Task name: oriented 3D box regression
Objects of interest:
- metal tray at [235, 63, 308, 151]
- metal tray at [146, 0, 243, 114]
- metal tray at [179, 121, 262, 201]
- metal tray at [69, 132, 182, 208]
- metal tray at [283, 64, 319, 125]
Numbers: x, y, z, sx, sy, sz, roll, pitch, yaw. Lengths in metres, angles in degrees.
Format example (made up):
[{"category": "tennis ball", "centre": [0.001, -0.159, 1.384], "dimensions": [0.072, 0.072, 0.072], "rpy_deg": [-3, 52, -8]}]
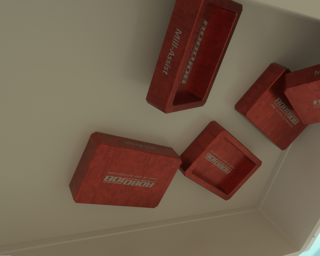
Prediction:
[{"category": "metal tray", "centre": [0.188, -0.029, 0.489], "dimensions": [0.130, 0.030, 0.090], "rpy_deg": [34, 99, -37]}, {"category": "metal tray", "centre": [0.040, -0.084, 0.352], "dimensions": [0.091, 0.030, 0.129], "rpy_deg": [-14, 130, -52]}, {"category": "metal tray", "centre": [0.097, 0.056, 0.495], "dimensions": [0.090, 0.030, 0.130], "rpy_deg": [-49, 129, 6]}, {"category": "metal tray", "centre": [-0.044, 0.062, 0.421], "dimensions": [0.131, 0.030, 0.089], "rpy_deg": [14, 111, -35]}, {"category": "metal tray", "centre": [0.247, -0.052, 0.416], "dimensions": [0.130, 0.030, 0.090], "rpy_deg": [-14, 139, 37]}]
